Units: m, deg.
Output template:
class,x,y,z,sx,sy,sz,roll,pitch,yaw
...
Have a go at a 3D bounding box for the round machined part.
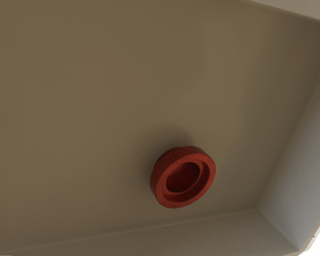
class,x,y,z,sx,sy,sz,roll,pitch,yaw
round machined part,0.030,0.068,0.458,0.099,0.042,0.097,-14,125,-21
